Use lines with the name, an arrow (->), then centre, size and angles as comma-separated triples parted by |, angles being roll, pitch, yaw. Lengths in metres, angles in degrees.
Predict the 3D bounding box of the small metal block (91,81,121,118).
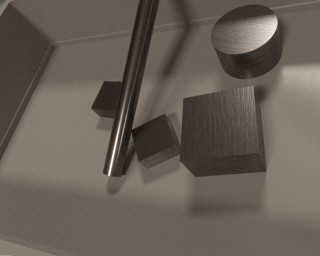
small metal block -> -0.068, -0.042, 0.465 | 0.050, 0.025, 0.050 | 8, 65, 31

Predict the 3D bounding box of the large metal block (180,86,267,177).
large metal block -> 0.071, 0.006, 0.348 | 0.080, 0.050, 0.080 | -8, 58, 23

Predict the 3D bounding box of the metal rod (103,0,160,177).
metal rod -> -0.030, -0.085, 0.395 | 0.025, 0.025, 0.298 | 14, 93, 33

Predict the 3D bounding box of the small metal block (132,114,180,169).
small metal block -> -0.005, 0.017, 0.397 | 0.050, 0.025, 0.050 | -26, 53, 11

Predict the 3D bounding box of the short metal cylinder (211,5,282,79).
short metal cylinder -> 0.112, -0.110, 0.398 | 0.080, 0.050, 0.080 | -13, 56, 20
